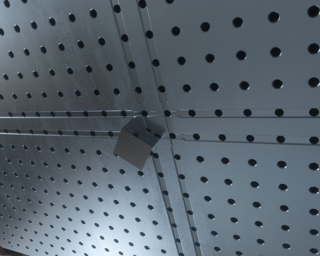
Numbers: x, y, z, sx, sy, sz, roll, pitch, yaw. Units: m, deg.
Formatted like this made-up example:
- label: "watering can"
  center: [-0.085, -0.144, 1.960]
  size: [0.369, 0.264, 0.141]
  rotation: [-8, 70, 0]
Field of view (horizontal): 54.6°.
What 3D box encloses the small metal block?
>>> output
- label: "small metal block"
  center: [-0.034, 0.025, 0.445]
  size: [0.050, 0.025, 0.050]
  rotation: [31, 129, 8]
